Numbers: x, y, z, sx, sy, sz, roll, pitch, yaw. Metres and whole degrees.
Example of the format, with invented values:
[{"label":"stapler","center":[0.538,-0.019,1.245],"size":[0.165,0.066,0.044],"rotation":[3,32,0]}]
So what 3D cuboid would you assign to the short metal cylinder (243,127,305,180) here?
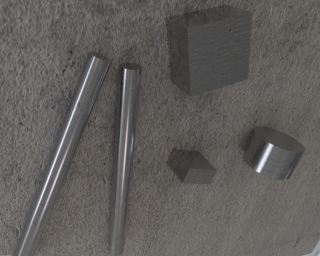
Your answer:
[{"label":"short metal cylinder","center":[0.180,0.039,0.494],"size":[0.081,0.080,0.050],"rotation":[3,117,-30]}]

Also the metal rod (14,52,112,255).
[{"label":"metal rod","center":[-0.125,0.053,0.371],"size":[0.025,0.025,0.298],"rotation":[13,111,-34]}]

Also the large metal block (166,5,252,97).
[{"label":"large metal block","center":[0.057,-0.092,0.365],"size":[0.081,0.050,0.079],"rotation":[-19,126,-18]}]

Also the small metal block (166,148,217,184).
[{"label":"small metal block","center":[0.046,0.056,0.450],"size":[0.050,0.050,0.025],"rotation":[9,114,-32]}]

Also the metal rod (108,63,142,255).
[{"label":"metal rod","center":[-0.051,0.061,0.416],"size":[0.025,0.025,0.298],"rotation":[-7,122,-25]}]
